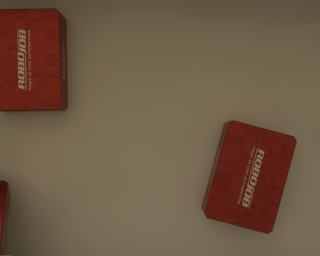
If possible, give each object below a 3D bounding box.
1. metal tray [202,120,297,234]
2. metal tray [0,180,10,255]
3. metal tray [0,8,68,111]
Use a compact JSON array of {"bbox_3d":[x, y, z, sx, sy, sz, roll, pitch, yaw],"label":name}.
[{"bbox_3d":[0.116,0.063,0.410,0.090,0.030,0.129,15,90,0],"label":"metal tray"},{"bbox_3d":[-0.227,0.121,0.351,0.091,0.130,0.030,0,131,-19],"label":"metal tray"},{"bbox_3d":[-0.172,-0.087,0.407,0.091,0.030,0.129,-1,90,0],"label":"metal tray"}]
